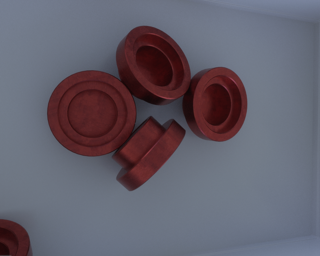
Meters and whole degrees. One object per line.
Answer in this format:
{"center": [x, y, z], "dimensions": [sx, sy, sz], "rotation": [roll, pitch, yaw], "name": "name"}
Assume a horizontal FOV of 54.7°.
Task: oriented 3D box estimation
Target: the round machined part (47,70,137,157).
{"center": [-0.080, -0.017, 0.369], "dimensions": [0.099, 0.042, 0.097], "rotation": [-1, 93, -15], "name": "round machined part"}

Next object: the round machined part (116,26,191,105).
{"center": [-0.012, -0.073, 0.384], "dimensions": [0.099, 0.042, 0.098], "rotation": [17, 60, -33], "name": "round machined part"}

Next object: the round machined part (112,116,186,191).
{"center": [-0.019, 0.024, 0.367], "dimensions": [0.042, 0.098, 0.098], "rotation": [44, 76, -6], "name": "round machined part"}

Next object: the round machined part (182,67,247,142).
{"center": [0.070, -0.032, 0.421], "dimensions": [0.099, 0.042, 0.097], "rotation": [-3, 94, -34], "name": "round machined part"}

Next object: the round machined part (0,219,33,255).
{"center": [-0.181, 0.142, 0.311], "dimensions": [0.099, 0.098, 0.042], "rotation": [-8, 119, -20], "name": "round machined part"}
